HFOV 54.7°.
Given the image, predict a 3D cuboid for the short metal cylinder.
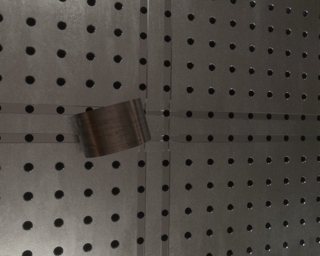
[{"bbox_3d":[-0.055,-0.001,0.364,0.081,0.080,0.050,-17,96,-20],"label":"short metal cylinder"}]
